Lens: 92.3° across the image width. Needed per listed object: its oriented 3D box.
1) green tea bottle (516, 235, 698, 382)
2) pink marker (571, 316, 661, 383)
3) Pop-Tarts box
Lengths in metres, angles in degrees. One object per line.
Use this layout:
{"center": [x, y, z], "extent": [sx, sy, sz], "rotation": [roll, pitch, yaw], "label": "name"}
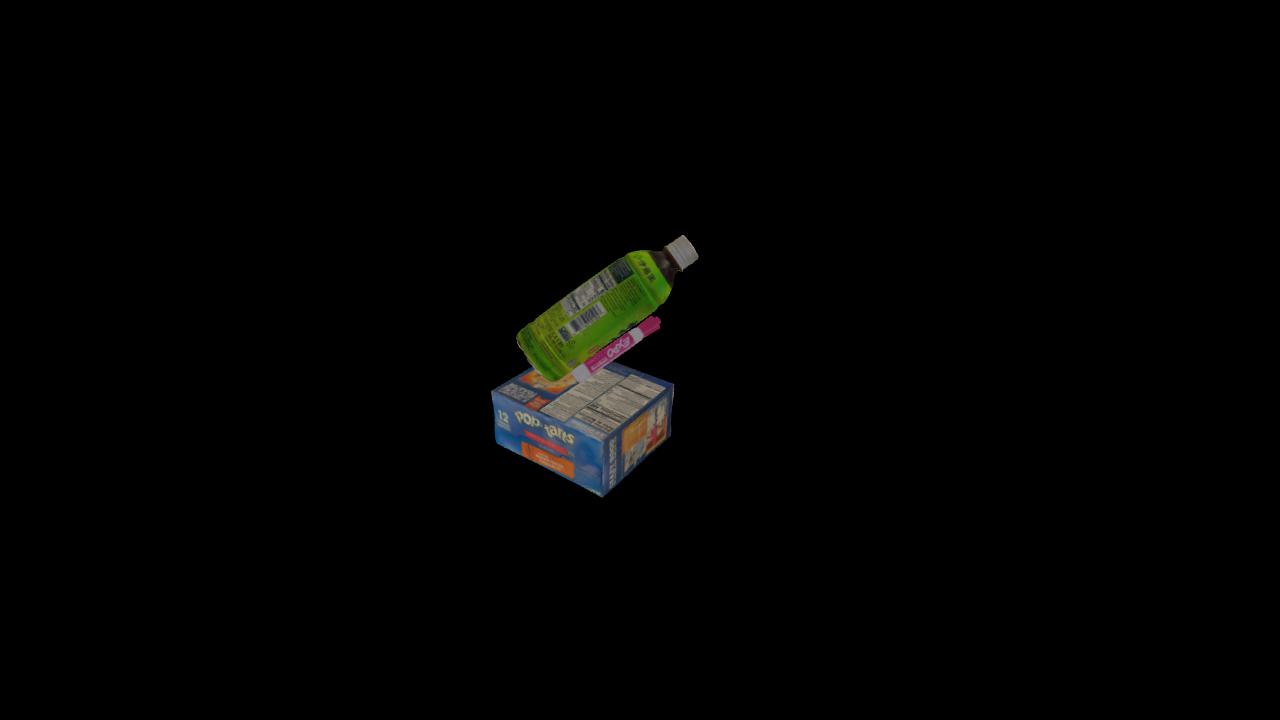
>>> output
{"center": [-0.031, -0.061, 0.665], "extent": [0.212, 0.073, 0.073], "rotation": [-35, -4, 6], "label": "green tea bottle"}
{"center": [-0.025, -0.014, 0.707], "extent": [0.121, 0.020, 0.020], "rotation": [-35, 11, -16], "label": "pink marker"}
{"center": [-0.067, 0.065, 0.736], "extent": [0.167, 0.083, 0.141], "rotation": [19, 35, 30], "label": "Pop-Tarts box"}
